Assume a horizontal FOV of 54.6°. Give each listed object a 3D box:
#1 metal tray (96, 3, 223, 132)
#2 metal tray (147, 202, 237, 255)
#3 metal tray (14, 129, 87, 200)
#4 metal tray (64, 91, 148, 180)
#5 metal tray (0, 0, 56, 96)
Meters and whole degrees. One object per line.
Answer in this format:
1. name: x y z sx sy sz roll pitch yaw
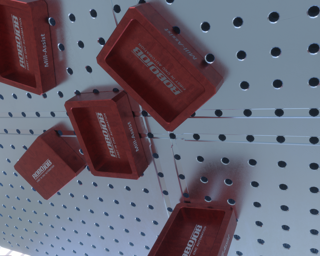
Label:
1. metal tray: -0.003 -0.068 0.367 0.130 0.030 0.090 44 129 -3
2. metal tray: 0.043 0.157 0.418 0.090 0.131 0.030 -3 117 30
3. metal tray: -0.200 0.069 0.557 0.090 0.030 0.129 48 129 -6
4. metal tray: -0.077 0.013 0.457 0.090 0.030 0.129 0 118 28
5. metal tray: -0.200 -0.119 0.440 0.090 0.030 0.129 18 126 17
